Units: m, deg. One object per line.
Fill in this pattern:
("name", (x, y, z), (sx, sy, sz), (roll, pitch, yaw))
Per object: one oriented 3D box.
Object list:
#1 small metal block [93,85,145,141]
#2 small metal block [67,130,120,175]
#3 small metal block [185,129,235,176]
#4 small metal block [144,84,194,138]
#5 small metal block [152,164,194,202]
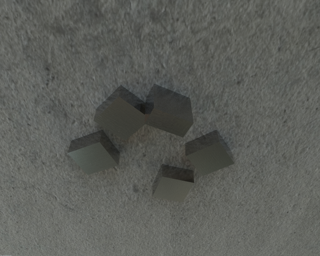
("small metal block", (-0.047, -0.018, 0.391), (0.050, 0.025, 0.050), (36, 121, -27))
("small metal block", (-0.092, 0.035, 0.436), (0.050, 0.025, 0.050), (-19, 128, 15))
("small metal block", (0.070, 0.036, 0.439), (0.050, 0.025, 0.050), (-26, 126, 20))
("small metal block", (0.010, -0.021, 0.373), (0.050, 0.050, 0.025), (20, 127, -17))
("small metal block", (0.020, 0.086, 0.481), (0.050, 0.025, 0.050), (13, 129, -12))
